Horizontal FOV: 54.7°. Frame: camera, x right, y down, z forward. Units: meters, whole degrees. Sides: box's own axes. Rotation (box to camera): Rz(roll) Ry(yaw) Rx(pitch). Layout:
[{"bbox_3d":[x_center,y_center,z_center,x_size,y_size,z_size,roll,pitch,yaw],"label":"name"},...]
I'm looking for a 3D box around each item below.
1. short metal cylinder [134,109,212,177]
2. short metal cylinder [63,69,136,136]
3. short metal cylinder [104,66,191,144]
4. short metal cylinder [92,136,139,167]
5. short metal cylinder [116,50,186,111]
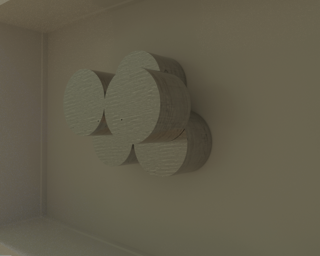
[{"bbox_3d":[0.015,0.017,0.376,0.080,0.050,0.080,0,90,40],"label":"short metal cylinder"},{"bbox_3d":[-0.076,-0.030,0.386,0.080,0.050,0.080,0,90,40],"label":"short metal cylinder"},{"bbox_3d":[-0.014,-0.023,0.334,0.080,0.050,0.080,0,90,40],"label":"short metal cylinder"},{"bbox_3d":[-0.048,0.011,0.428,0.080,0.050,0.080,0,90,40],"label":"short metal cylinder"},{"bbox_3d":[-0.013,-0.055,0.400,0.080,0.050,0.080,0,90,40],"label":"short metal cylinder"}]
